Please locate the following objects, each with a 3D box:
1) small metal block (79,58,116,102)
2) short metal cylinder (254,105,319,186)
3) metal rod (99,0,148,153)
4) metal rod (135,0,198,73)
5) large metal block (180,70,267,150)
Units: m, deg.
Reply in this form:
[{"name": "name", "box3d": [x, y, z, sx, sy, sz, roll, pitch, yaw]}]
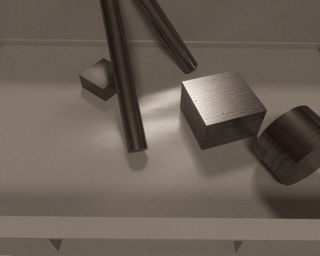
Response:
[{"name": "small metal block", "box3d": [-0.083, -0.073, 0.466, 0.050, 0.025, 0.050, 32, 57, 23]}, {"name": "short metal cylinder", "box3d": [0.157, 0.021, 0.354, 0.081, 0.080, 0.050, -22, 54, -18]}, {"name": "metal rod", "box3d": [-0.058, -0.115, 0.415, 0.025, 0.025, 0.299, -10, 78, -9]}, {"name": "metal rod", "box3d": [-0.037, -0.207, 0.440, 0.025, 0.300, 0.025, -33, 20, 14]}, {"name": "large metal block", "box3d": [0.080, -0.025, 0.411, 0.081, 0.050, 0.080, -14, 52, -12]}]
